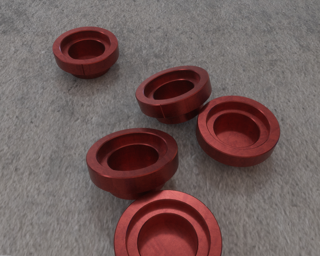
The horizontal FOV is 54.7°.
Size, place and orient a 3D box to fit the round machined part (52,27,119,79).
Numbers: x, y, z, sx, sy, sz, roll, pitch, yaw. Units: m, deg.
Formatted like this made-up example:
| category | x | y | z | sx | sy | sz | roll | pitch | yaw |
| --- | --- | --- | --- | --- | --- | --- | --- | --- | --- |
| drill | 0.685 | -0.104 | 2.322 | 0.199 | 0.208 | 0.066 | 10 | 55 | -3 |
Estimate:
| category | x | y | z | sx | sy | sz | roll | pitch | yaw |
| --- | --- | --- | --- | --- | --- | --- | --- | --- | --- |
| round machined part | -0.113 | -0.114 | 0.487 | 0.099 | 0.042 | 0.098 | 0 | 50 | 0 |

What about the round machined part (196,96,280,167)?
| category | x | y | z | sx | sy | sz | roll | pitch | yaw |
| --- | --- | --- | --- | --- | --- | --- | --- | --- | --- |
| round machined part | 0.094 | 0.008 | 0.387 | 0.099 | 0.042 | 0.098 | 0 | 50 | 0 |

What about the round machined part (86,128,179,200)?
| category | x | y | z | sx | sy | sz | roll | pitch | yaw |
| --- | --- | --- | --- | --- | --- | --- | --- | --- | --- |
| round machined part | -0.028 | 0.041 | 0.343 | 0.099 | 0.042 | 0.098 | -4 | 28 | 3 |

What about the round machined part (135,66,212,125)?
| category | x | y | z | sx | sy | sz | roll | pitch | yaw |
| --- | --- | --- | --- | --- | --- | --- | --- | --- | --- |
| round machined part | 0.020 | -0.041 | 0.413 | 0.098 | 0.042 | 0.098 | -13 | 34 | 9 |

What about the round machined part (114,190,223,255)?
| category | x | y | z | sx | sy | sz | roll | pitch | yaw |
| --- | --- | --- | --- | --- | --- | --- | --- | --- | --- |
| round machined part | 0.007 | 0.113 | 0.298 | 0.099 | 0.042 | 0.098 | 0 | 50 | 0 |
